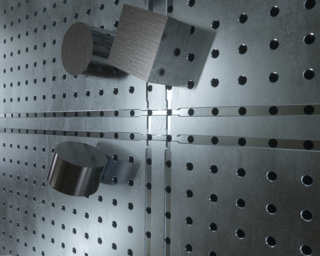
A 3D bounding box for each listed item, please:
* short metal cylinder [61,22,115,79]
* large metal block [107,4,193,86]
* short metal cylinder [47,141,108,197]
[{"bbox_3d":[-0.109,-0.119,0.484,0.080,0.050,0.079,0,90,40],"label":"short metal cylinder"},{"bbox_3d":[-0.015,-0.108,0.405,0.080,0.050,0.079,30,109,36],"label":"large metal block"},{"bbox_3d":[-0.127,0.061,0.479,0.080,0.081,0.050,33,111,35],"label":"short metal cylinder"}]
